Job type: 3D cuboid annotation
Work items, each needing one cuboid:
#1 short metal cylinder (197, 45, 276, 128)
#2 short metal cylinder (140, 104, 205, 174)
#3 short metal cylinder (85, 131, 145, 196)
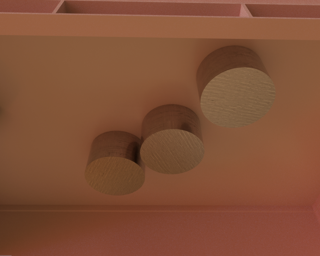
[{"bbox_3d":[0.084,-0.047,0.354,0.081,0.050,0.079,0,130,0],"label":"short metal cylinder"},{"bbox_3d":[0.015,0.015,0.406,0.081,0.050,0.079,0,130,0],"label":"short metal cylinder"},{"bbox_3d":[-0.061,0.050,0.434,0.081,0.050,0.079,0,130,0],"label":"short metal cylinder"}]
